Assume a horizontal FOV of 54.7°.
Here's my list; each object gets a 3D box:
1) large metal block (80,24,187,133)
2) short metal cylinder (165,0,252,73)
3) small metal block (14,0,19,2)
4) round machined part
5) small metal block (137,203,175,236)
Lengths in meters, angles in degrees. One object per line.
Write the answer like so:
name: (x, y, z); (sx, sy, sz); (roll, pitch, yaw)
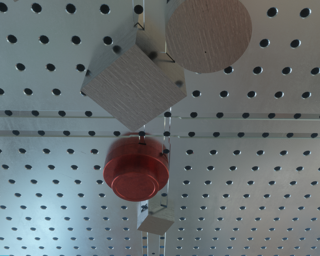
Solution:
large metal block: (-0.028, -0.053, 0.349); (0.080, 0.050, 0.080); (-34, 123, 25)
short metal cylinder: (0.045, -0.102, 0.309); (0.081, 0.050, 0.079); (0, 130, 0)
small metal block: (-0.124, -0.152, 0.281); (0.050, 0.025, 0.050); (-19, 128, 14)
round machined part: (-0.036, 0.073, 0.463); (0.099, 0.042, 0.097); (-1, 130, 0)
small metal block: (-0.008, 0.163, 0.551); (0.050, 0.025, 0.050); (19, 128, -16)
